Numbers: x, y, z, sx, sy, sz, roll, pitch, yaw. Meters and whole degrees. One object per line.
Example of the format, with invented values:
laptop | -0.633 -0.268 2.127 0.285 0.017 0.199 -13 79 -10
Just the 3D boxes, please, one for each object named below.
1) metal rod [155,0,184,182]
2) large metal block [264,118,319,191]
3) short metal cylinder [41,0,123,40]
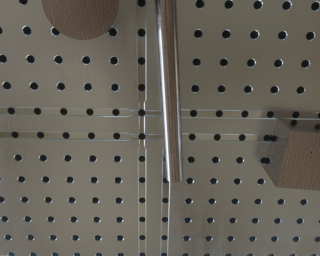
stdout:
metal rod | 0.012 -0.069 0.388 0.025 0.025 0.298 -4 110 1
large metal block | 0.196 0.035 0.416 0.081 0.050 0.079 5 110 -3
short metal cylinder | -0.084 -0.142 0.347 0.081 0.050 0.079 0 110 -1
